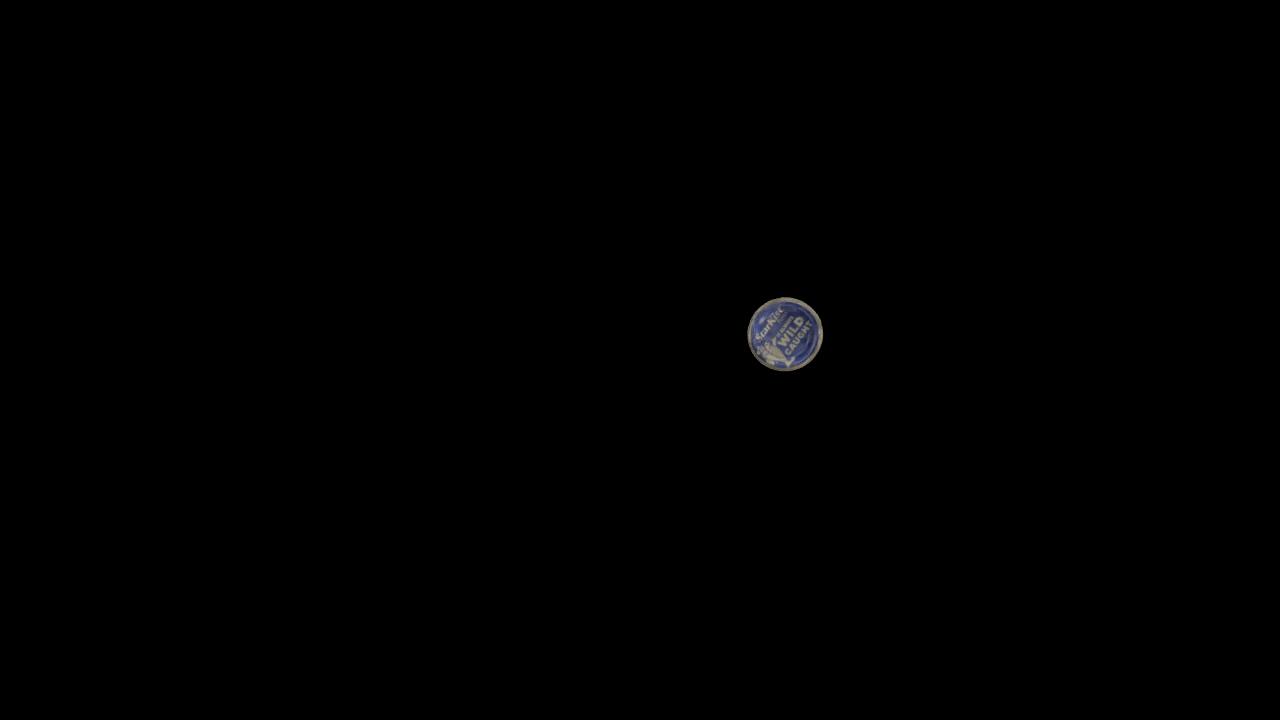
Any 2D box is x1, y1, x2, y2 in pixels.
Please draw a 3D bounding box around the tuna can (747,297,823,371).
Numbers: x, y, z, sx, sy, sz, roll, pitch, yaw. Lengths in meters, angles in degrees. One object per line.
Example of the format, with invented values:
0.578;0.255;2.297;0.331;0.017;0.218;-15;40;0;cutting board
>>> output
0.168;-0.029;0.709;0.084;0.084;0.034;0;1;18;tuna can
